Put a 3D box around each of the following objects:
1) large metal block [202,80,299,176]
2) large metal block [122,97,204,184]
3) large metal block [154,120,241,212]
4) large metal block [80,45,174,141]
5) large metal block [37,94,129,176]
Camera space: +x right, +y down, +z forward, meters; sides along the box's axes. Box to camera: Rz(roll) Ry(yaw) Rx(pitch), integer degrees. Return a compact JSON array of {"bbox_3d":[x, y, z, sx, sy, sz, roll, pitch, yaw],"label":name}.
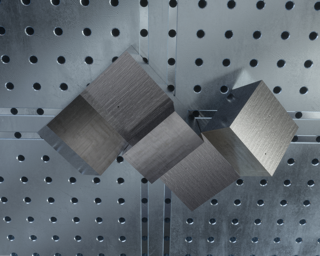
[{"bbox_3d":[0.111,0.002,0.379,0.080,0.050,0.080,47,63,-16],"label":"large metal block"},{"bbox_3d":[0.003,0.009,0.387,0.080,0.080,0.050,-40,107,13],"label":"large metal block"},{"bbox_3d":[0.047,0.050,0.418,0.080,0.050,0.080,-39,104,13],"label":"large metal block"},{"bbox_3d":[-0.040,-0.042,0.384,0.080,0.050,0.080,-39,106,14],"label":"large metal block"},{"bbox_3d":[-0.097,0.012,0.380,0.080,0.080,0.050,47,65,-15],"label":"large metal block"}]
